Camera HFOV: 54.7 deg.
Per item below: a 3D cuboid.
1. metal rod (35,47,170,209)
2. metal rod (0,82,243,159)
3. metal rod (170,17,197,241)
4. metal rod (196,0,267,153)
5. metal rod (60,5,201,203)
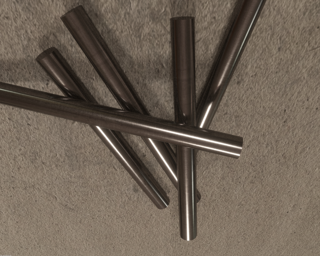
[{"bbox_3d":[-0.060,0.022,0.424,0.025,0.025,0.299,-20,128,16],"label":"metal rod"},{"bbox_3d":[-0.059,-0.012,0.350,0.302,0.025,0.025,13,130,3],"label":"metal rod"},{"bbox_3d":[0.032,0.021,0.381,0.025,0.025,0.298,-3,117,2],"label":"metal rod"},{"bbox_3d":[0.065,-0.044,0.370,0.025,0.025,0.298,10,129,-9],"label":"metal rod"},{"bbox_3d":[-0.020,-0.006,0.382,0.025,0.025,0.299,-22,121,17],"label":"metal rod"}]
